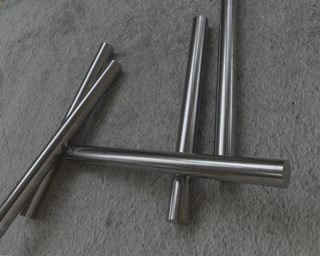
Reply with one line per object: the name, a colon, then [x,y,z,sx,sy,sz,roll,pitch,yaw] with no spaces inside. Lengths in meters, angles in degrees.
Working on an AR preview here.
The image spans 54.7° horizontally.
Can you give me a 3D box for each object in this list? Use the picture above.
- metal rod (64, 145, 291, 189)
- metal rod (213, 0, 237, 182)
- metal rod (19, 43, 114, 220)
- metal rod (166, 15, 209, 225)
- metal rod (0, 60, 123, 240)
metal rod: [-0.010,0.038,0.358,0.300,0.025,0.025,1,62,38]
metal rod: [0.087,-0.077,0.404,0.025,0.025,0.300,-6,59,25]
metal rod: [-0.139,-0.009,0.482,0.025,0.025,0.300,6,65,31]
metal rod: [0.040,-0.030,0.401,0.025,0.025,0.300,-5,59,25]
metal rod: [-0.141,0.016,0.445,0.025,0.025,0.300,14,61,33]
